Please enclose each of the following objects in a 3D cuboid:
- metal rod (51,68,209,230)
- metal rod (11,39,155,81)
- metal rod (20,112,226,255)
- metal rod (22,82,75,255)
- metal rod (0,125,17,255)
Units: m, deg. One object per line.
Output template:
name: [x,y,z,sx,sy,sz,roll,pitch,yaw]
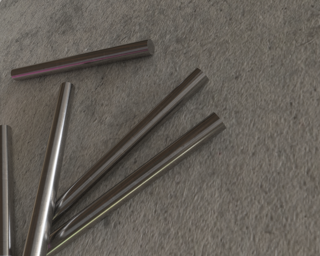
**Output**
metal rod: [-0.052,0.031,0.410,0.300,0.025,0.025,-43,51,-3]
metal rod: [-0.150,-0.117,0.551,0.301,0.025,0.025,-5,60,25]
metal rod: [-0.048,0.081,0.378,0.300,0.025,0.025,-37,51,3]
metal rod: [-0.148,0.044,0.428,0.025,0.025,0.300,-19,47,16]
metal rod: [-0.225,0.111,0.450,0.025,0.025,0.300,-30,52,8]
